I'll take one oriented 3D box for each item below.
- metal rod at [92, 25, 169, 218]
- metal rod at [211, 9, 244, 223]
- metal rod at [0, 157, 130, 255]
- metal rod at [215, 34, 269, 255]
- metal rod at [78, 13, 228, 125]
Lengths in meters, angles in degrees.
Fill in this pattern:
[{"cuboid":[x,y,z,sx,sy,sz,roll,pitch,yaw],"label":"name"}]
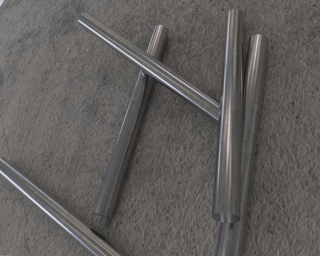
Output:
[{"cuboid":[-0.034,-0.025,0.437,0.025,0.025,0.300,1,62,29],"label":"metal rod"},{"cuboid":[0.083,-0.041,0.360,0.025,0.025,0.300,-7,51,25],"label":"metal rod"},{"cuboid":[-0.149,0.105,0.417,0.300,0.025,0.025,22,74,36],"label":"metal rod"},{"cuboid":[0.094,0.018,0.343,0.025,0.025,0.300,1,62,29],"label":"metal rod"},{"cuboid":[-0.022,-0.095,0.441,0.300,0.025,0.025,39,84,28],"label":"metal rod"}]
